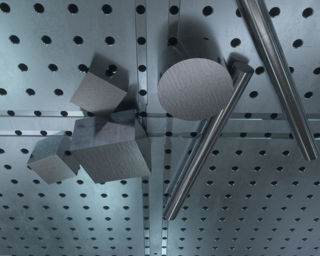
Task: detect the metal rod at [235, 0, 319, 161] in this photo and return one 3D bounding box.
[{"bbox_3d":[0.139,-0.061,0.360,0.025,0.025,0.300,-25,126,19],"label":"metal rod"}]

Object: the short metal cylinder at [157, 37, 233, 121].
[{"bbox_3d":[0.037,-0.055,0.349,0.081,0.050,0.079,0,130,0],"label":"short metal cylinder"}]

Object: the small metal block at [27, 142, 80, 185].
[{"bbox_3d":[-0.155,0.053,0.455,0.050,0.025,0.050,-19,128,15],"label":"small metal block"}]

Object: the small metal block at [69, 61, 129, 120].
[{"bbox_3d":[-0.073,-0.044,0.373,0.050,0.025,0.050,28,125,-22],"label":"small metal block"}]

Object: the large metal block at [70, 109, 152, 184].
[{"bbox_3d":[-0.060,0.026,0.409,0.080,0.050,0.080,-10,139,8],"label":"large metal block"}]

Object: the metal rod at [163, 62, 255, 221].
[{"bbox_3d":[0.056,0.040,0.446,0.025,0.025,0.298,12,129,-10],"label":"metal rod"}]
